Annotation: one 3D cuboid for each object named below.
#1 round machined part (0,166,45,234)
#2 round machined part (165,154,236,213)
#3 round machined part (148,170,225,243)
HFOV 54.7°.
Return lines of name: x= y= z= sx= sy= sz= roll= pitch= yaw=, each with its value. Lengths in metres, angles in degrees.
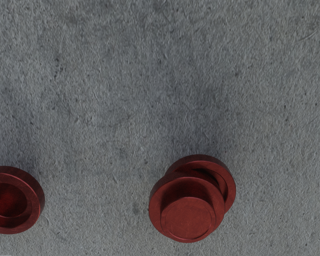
round machined part: x=-0.211 y=0.096 z=0.434 sx=0.099 sy=0.042 sz=0.097 roll=0 pitch=110 yaw=0
round machined part: x=0.052 y=0.080 z=0.431 sx=0.099 sy=0.042 sz=0.097 roll=0 pitch=110 yaw=0
round machined part: x=0.034 y=0.106 z=0.395 sx=0.099 sy=0.042 sz=0.097 roll=0 pitch=110 yaw=0
